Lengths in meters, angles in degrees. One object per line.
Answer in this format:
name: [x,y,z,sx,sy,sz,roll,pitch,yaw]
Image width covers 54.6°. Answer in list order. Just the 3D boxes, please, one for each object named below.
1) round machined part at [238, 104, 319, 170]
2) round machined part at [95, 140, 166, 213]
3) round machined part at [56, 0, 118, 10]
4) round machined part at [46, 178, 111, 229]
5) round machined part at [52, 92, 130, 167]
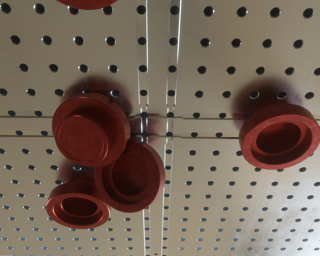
round machined part: [0.153,0.007,0.407,0.099,0.042,0.097,0,130,0]
round machined part: [-0.038,0.064,0.432,0.098,0.042,0.097,0,91,21]
round machined part: [-0.065,-0.158,0.266,0.099,0.042,0.097,0,130,0]
round machined part: [-0.127,0.118,0.499,0.099,0.042,0.097,0,130,0]
round machined part: [-0.090,0.008,0.387,0.098,0.042,0.097,5,115,10]
